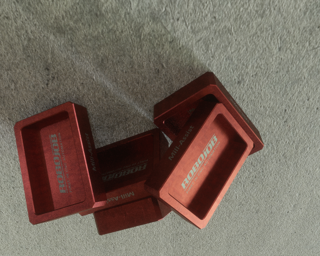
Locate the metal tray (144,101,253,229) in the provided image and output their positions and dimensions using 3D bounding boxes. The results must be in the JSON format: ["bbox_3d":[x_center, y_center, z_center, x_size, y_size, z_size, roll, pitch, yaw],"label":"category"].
[{"bbox_3d":[0.051,0.043,0.373,0.090,0.030,0.130,45,72,-31],"label":"metal tray"}]

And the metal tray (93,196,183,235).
[{"bbox_3d":[-0.024,0.112,0.447,0.090,0.030,0.130,-19,173,15],"label":"metal tray"}]

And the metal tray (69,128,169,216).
[{"bbox_3d":[-0.053,0.057,0.414,0.130,0.090,0.030,-19,128,15],"label":"metal tray"}]

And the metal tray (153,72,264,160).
[{"bbox_3d":[0.065,-0.001,0.406,0.090,0.030,0.130,-31,124,23],"label":"metal tray"}]

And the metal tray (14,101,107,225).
[{"bbox_3d":[-0.124,0.043,0.381,0.090,0.129,0.030,-19,166,15],"label":"metal tray"}]
